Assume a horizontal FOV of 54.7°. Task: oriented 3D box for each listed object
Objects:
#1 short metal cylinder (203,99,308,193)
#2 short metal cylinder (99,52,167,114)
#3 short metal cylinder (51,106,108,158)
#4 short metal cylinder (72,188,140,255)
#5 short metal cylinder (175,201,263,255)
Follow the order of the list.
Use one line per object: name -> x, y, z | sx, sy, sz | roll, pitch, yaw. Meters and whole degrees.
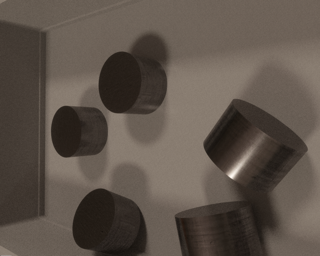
short metal cylinder -> 0.089, 0.015, 0.296 | 0.080, 0.081, 0.050 | 45, 117, 30
short metal cylinder -> -0.037, -0.059, 0.419 | 0.080, 0.050, 0.079 | 0, 90, 39
short metal cylinder -> -0.129, 0.006, 0.494 | 0.080, 0.050, 0.079 | 0, 90, 39
short metal cylinder -> -0.075, 0.130, 0.430 | 0.080, 0.050, 0.080 | -21, 52, 30
short metal cylinder -> 0.059, 0.109, 0.321 | 0.080, 0.081, 0.050 | -18, 79, 38
